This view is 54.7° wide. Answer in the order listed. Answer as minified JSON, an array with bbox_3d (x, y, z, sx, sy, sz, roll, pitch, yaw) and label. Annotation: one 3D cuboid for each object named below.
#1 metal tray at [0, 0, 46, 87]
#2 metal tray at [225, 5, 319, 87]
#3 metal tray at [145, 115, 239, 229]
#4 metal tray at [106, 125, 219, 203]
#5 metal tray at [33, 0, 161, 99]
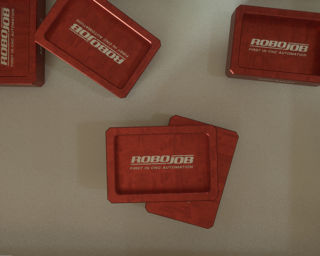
[{"bbox_3d":[-0.201,-0.120,0.407,0.091,0.030,0.129,1,90,0],"label":"metal tray"},{"bbox_3d":[0.158,-0.107,0.409,0.131,0.030,0.089,6,90,0],"label":"metal tray"},{"bbox_3d":[0.041,0.056,0.409,0.090,0.030,0.129,16,90,0],"label":"metal tray"},{"bbox_3d":[0.003,0.042,0.378,0.131,0.030,0.089,-2,90,0],"label":"metal tray"},{"bbox_3d":[-0.076,-0.109,0.392,0.130,0.030,0.090,34,90,-14],"label":"metal tray"}]
